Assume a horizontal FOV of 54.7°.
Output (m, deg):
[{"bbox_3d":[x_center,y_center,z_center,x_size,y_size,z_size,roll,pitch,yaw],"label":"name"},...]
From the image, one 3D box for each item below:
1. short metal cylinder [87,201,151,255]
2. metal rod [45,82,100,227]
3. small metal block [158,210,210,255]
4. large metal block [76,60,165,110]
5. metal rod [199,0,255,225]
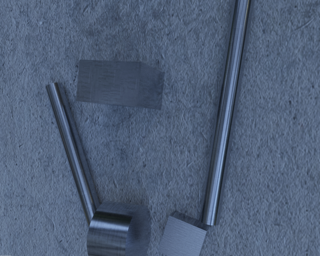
[{"bbox_3d":[-0.049,0.137,0.396,0.050,0.080,0.079,2,91,20],"label":"short metal cylinder"},{"bbox_3d":[-0.110,0.077,0.446,0.025,0.025,0.299,-21,83,18],"label":"metal rod"},{"bbox_3d":[0.031,0.141,0.397,0.050,0.025,0.050,18,96,18],"label":"small metal block"},{"bbox_3d":[-0.047,-0.053,0.395,0.080,0.080,0.050,6,92,19],"label":"large metal block"},{"bbox_3d":[0.083,-0.031,0.379,0.025,0.025,0.298,9,93,19],"label":"metal rod"}]
